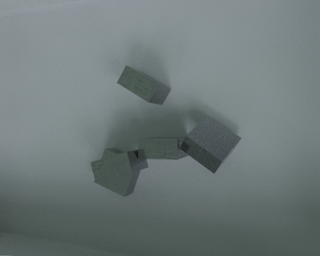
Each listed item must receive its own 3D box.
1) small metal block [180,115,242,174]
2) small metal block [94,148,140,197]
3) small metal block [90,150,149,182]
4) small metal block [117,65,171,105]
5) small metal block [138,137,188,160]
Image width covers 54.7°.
[{"bbox_3d":[0.061,0.019,0.373,0.050,0.050,0.025,36,138,16],"label":"small metal block"},{"bbox_3d":[-0.057,0.060,0.429,0.050,0.025,0.050,21,97,18],"label":"small metal block"},{"bbox_3d":[-0.049,0.046,0.387,0.050,0.050,0.025,-17,84,18],"label":"small metal block"},{"bbox_3d":[-0.019,-0.055,0.403,0.050,0.050,0.025,33,101,16],"label":"small metal block"},{"bbox_3d":[0.005,0.025,0.395,0.050,0.050,0.025,-1,90,19],"label":"small metal block"}]
